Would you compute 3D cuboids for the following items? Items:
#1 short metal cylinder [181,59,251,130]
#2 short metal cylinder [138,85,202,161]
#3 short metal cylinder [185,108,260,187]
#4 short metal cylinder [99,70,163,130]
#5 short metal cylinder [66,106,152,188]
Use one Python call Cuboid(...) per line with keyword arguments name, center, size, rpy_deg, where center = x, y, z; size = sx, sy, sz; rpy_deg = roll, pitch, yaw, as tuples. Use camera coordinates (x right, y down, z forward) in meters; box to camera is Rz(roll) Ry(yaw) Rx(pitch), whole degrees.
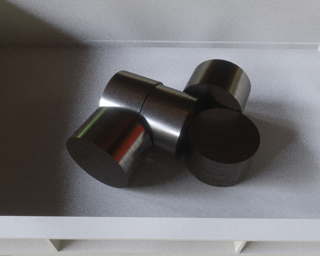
Cuboid(name="short metal cylinder", center=(0.072, -0.042, 0.403), size=(0.080, 0.080, 0.050), rpy_deg=(18, 52, 14))
Cuboid(name="short metal cylinder", center=(0.012, -0.007, 0.374), size=(0.050, 0.080, 0.080), rpy_deg=(21, 53, 16))
Cuboid(name="short metal cylinder", center=(0.072, 0.023, 0.368), size=(0.081, 0.050, 0.080), rpy_deg=(0, 50, 0))
Cuboid(name="short metal cylinder", center=(-0.034, -0.027, 0.389), size=(0.050, 0.080, 0.080), rpy_deg=(20, 53, 16))
Cuboid(name="short metal cylinder", center=(-0.056, 0.022, 0.348), size=(0.080, 0.080, 0.050), rpy_deg=(23, 54, 18))
